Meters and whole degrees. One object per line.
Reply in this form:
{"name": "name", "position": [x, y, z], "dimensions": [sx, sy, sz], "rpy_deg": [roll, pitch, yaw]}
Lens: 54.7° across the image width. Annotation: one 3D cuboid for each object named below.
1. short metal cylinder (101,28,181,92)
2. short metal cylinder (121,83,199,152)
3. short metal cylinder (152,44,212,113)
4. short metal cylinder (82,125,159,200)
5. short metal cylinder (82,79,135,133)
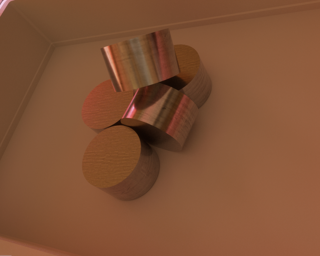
{"name": "short metal cylinder", "position": [-0.022, -0.078, 0.355], "dimensions": [0.080, 0.050, 0.080], "rpy_deg": [-15, 16, 5]}
{"name": "short metal cylinder", "position": [0.000, -0.012, 0.376], "dimensions": [0.080, 0.080, 0.050], "rpy_deg": [14, 69, 33]}
{"name": "short metal cylinder", "position": [0.023, -0.064, 0.414], "dimensions": [0.080, 0.050, 0.080], "rpy_deg": [-13, 56, 20]}
{"name": "short metal cylinder", "position": [-0.048, 0.044, 0.384], "dimensions": [0.080, 0.050, 0.080], "rpy_deg": [-13, 56, 20]}
{"name": "short metal cylinder", "position": [-0.060, -0.022, 0.430], "dimensions": [0.080, 0.050, 0.080], "rpy_deg": [-13, 56, 20]}
